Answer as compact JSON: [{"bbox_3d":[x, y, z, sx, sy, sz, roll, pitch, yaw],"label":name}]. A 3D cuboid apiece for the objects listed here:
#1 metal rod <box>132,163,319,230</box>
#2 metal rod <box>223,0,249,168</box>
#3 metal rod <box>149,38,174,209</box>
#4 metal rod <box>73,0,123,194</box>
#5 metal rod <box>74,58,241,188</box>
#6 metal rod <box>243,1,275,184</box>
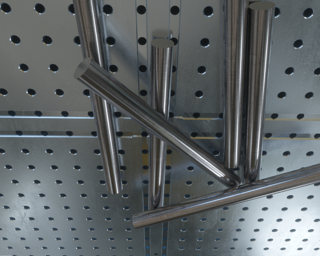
[{"bbox_3d":[0.098,0.106,0.467,0.300,0.025,0.025,-19,128,15],"label":"metal rod"},{"bbox_3d":[0.085,-0.063,0.358,0.025,0.025,0.299,-6,130,5],"label":"metal rod"},{"bbox_3d":[-0.002,0.022,0.430,0.025,0.025,0.298,1,130,-1],"label":"metal rod"},{"bbox_3d":[-0.072,-0.019,0.394,0.025,0.025,0.298,0,130,0],"label":"metal rod"},{"bbox_3d":[0.020,0.013,0.393,0.025,0.025,0.301,-33,132,25],"label":"metal rod"},{"bbox_3d":[0.124,-0.009,0.404,0.025,0.025,0.299,-7,130,5],"label":"metal rod"}]
